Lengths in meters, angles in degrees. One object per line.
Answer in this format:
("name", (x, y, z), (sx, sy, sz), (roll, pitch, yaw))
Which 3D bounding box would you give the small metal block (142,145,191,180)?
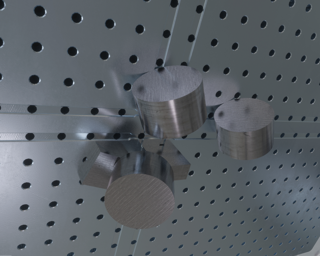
("small metal block", (0.006, 0.048, 0.429), (0.050, 0.050, 0.025), (-1, 119, -28))

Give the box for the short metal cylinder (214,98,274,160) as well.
("short metal cylinder", (0.120, 0.000, 0.442), (0.081, 0.080, 0.050), (-24, 127, -14))

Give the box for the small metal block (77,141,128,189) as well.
("small metal block", (-0.071, 0.051, 0.404), (0.050, 0.025, 0.050), (22, 107, -36))

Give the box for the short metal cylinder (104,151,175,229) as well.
("short metal cylinder", (-0.023, 0.075, 0.377), (0.080, 0.050, 0.079), (0, 116, 1))

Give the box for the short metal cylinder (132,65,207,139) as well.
("short metal cylinder", (0.012, -0.032, 0.363), (0.081, 0.080, 0.050), (-24, 127, -14))
